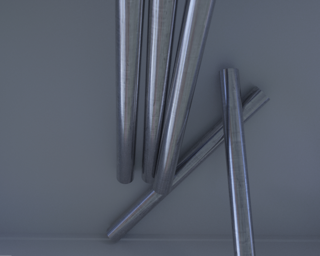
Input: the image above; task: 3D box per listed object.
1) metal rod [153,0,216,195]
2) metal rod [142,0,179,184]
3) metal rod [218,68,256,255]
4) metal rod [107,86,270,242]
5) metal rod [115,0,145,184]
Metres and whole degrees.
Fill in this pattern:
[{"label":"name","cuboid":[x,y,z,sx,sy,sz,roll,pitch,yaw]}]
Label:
[{"label":"metal rod","cuboid":[0.021,-0.031,0.321,0.025,0.025,0.298,7,131,-3]},{"label":"metal rod","cuboid":[-0.004,-0.035,0.331,0.025,0.025,0.298,4,136,-2]},{"label":"metal rod","cuboid":[0.096,0.077,0.375,0.025,0.025,0.298,-4,85,1]},{"label":"metal rod","cuboid":[0.030,0.059,0.432,0.025,0.025,0.299,41,105,-14]},{"label":"metal rod","cuboid":[-0.035,-0.034,0.332,0.025,0.025,0.298,6,136,-2]}]
